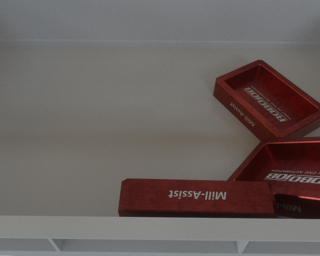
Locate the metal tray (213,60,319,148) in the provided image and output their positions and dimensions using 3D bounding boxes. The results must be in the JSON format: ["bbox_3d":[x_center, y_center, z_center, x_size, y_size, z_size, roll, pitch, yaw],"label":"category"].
[{"bbox_3d":[0.149,-0.037,0.433,0.091,0.030,0.130,-25,55,-20],"label":"metal tray"}]

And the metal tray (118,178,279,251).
[{"bbox_3d":[0.032,0.084,0.291,0.131,0.090,0.030,1,50,1],"label":"metal tray"}]

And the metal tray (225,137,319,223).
[{"bbox_3d":[0.140,0.047,0.310,0.090,0.030,0.130,-40,18,-29],"label":"metal tray"}]
